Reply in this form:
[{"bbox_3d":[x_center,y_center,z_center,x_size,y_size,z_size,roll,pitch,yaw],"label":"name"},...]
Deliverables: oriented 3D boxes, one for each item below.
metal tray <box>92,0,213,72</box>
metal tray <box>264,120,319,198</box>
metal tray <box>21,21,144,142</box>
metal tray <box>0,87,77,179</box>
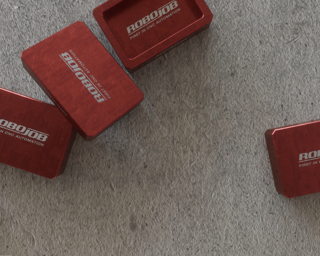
[{"bbox_3d":[-0.009,-0.144,0.407,0.130,0.030,0.090,-31,90,0],"label":"metal tray"},{"bbox_3d":[0.215,0.034,0.409,0.131,0.030,0.089,-12,90,0],"label":"metal tray"},{"bbox_3d":[-0.095,-0.059,0.390,0.090,0.030,0.130,-40,90,-22],"label":"metal tray"},{"bbox_3d":[-0.181,0.004,0.406,0.131,0.030,0.090,19,90,0],"label":"metal tray"}]
